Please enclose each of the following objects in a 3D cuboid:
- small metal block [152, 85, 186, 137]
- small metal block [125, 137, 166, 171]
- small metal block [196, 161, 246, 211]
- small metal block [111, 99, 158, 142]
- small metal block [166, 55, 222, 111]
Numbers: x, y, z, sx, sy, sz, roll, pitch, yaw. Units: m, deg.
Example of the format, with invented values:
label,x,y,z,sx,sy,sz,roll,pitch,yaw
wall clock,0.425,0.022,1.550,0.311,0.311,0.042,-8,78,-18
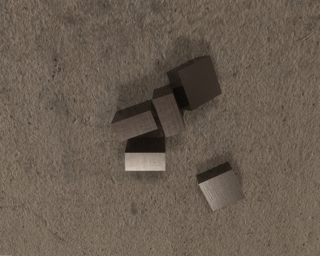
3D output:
label,x,y,z,sx,sy,sz,roll,pitch,yaw
small metal block,0.011,-0.023,0.388,0.025,0.050,0.050,-18,109,7
small metal block,-0.018,0.033,0.409,0.050,0.050,0.025,0,110,-1
small metal block,0.087,0.083,0.442,0.050,0.025,0.050,-26,108,8
small metal block,-0.031,-0.010,0.392,0.050,0.050,0.025,-19,109,6
small metal block,0.042,-0.055,0.378,0.050,0.025,0.050,-31,111,-24
